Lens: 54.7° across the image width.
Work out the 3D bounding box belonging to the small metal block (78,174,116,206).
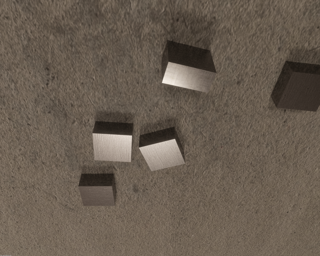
[{"bbox_3d":[-0.097,0.098,0.489,0.050,0.025,0.050,0,130,-1],"label":"small metal block"}]

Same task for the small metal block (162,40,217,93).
[{"bbox_3d":[0.029,-0.067,0.334,0.050,0.050,0.025,11,129,-10],"label":"small metal block"}]

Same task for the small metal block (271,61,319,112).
[{"bbox_3d":[0.168,-0.049,0.368,0.050,0.025,0.050,5,130,-5],"label":"small metal block"}]

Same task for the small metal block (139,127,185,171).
[{"bbox_3d":[0.004,0.030,0.433,0.050,0.025,0.050,-15,129,11],"label":"small metal block"}]

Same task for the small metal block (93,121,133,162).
[{"bbox_3d":[-0.063,0.019,0.423,0.050,0.025,0.050,4,130,-4],"label":"small metal block"}]
